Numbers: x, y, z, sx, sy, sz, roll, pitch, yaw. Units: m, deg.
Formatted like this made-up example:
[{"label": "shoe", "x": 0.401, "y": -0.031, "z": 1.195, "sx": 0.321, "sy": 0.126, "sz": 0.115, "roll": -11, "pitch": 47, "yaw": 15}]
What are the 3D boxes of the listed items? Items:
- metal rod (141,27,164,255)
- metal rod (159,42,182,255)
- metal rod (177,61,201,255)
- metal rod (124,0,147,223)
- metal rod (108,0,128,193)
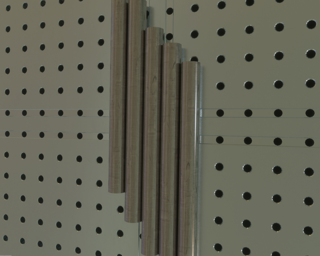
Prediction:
[{"label": "metal rod", "x": -0.010, "y": 0.018, "z": 0.414, "sx": 0.025, "sy": 0.025, "sz": 0.298, "roll": 1, "pitch": 90, "yaw": 19}, {"label": "metal rod", "x": 0.013, "y": 0.040, "z": 0.406, "sx": 0.025, "sy": 0.025, "sz": 0.298, "roll": 1, "pitch": 90, "yaw": 19}, {"label": "metal rod", "x": 0.037, "y": 0.066, "z": 0.398, "sx": 0.025, "sy": 0.025, "sz": 0.298, "roll": 1, "pitch": 90, "yaw": 19}, {"label": "metal rod", "x": -0.033, "y": -0.023, "z": 0.422, "sx": 0.025, "sy": 0.025, "sz": 0.298, "roll": 1, "pitch": 90, "yaw": 19}, {"label": "metal rod", "x": -0.057, "y": -0.060, "z": 0.431, "sx": 0.025, "sy": 0.025, "sz": 0.298, "roll": 1, "pitch": 90, "yaw": 19}]
